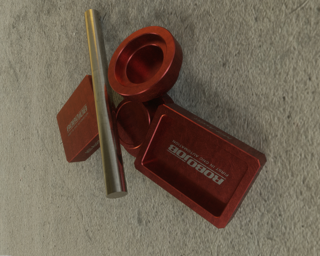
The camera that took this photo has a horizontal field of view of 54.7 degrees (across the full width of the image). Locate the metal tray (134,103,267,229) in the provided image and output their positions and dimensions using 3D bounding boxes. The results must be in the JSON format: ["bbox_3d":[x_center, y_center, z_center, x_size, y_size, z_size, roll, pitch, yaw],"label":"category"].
[{"bbox_3d":[0.041,0.039,0.355,0.130,0.030,0.089,32,110,24],"label":"metal tray"}]

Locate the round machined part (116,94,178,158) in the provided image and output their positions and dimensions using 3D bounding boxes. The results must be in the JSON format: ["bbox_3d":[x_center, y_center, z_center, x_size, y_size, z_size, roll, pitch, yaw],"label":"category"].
[{"bbox_3d":[-0.025,-0.007,0.417,0.098,0.042,0.097,0,90,40],"label":"round machined part"}]

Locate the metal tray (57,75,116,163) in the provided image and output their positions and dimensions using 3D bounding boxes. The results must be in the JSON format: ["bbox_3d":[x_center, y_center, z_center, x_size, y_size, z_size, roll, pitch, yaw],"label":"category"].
[{"bbox_3d":[-0.116,-0.011,0.485,0.129,0.030,0.090,-38,64,42],"label":"metal tray"}]

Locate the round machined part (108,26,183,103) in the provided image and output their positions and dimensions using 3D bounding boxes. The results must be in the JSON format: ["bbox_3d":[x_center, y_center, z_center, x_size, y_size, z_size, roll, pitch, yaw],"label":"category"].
[{"bbox_3d":[-0.015,-0.076,0.393,0.098,0.042,0.098,-14,61,27],"label":"round machined part"}]

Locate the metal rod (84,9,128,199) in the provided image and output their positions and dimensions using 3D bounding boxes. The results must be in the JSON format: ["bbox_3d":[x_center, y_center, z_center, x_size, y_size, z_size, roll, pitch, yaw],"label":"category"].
[{"bbox_3d":[-0.079,-0.051,0.428,0.025,0.025,0.299,-34,56,35],"label":"metal rod"}]
